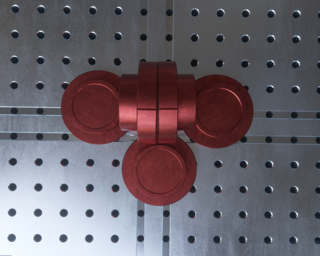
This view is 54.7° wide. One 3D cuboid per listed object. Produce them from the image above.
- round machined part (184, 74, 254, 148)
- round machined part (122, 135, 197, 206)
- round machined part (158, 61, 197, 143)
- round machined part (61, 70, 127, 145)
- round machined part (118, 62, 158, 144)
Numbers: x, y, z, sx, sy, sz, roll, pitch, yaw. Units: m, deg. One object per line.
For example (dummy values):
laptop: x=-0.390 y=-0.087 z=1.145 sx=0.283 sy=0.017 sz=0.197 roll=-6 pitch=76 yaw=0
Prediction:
round machined part: x=0.074 y=-0.022 z=0.405 sx=0.099 sy=0.042 sz=0.097 roll=0 pitch=90 yaw=-1
round machined part: x=-0.001 y=0.054 z=0.405 sx=0.099 sy=0.042 sz=0.097 roll=0 pitch=90 yaw=-1
round machined part: x=0.019 y=-0.031 z=0.372 sx=0.042 sy=0.098 sz=0.097 roll=-1 pitch=90 yaw=0
round machined part: x=-0.080 y=-0.027 z=0.404 sx=0.099 sy=0.042 sz=0.097 roll=0 pitch=90 yaw=-1
round machined part: x=-0.025 y=-0.030 z=0.370 sx=0.042 sy=0.098 sz=0.097 roll=1 pitch=90 yaw=0
